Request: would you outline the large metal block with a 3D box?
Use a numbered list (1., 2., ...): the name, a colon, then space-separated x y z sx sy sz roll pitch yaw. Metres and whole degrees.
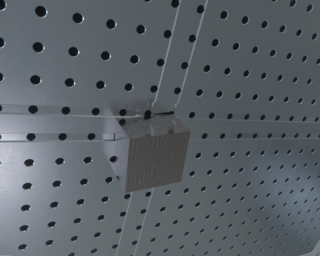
1. large metal block: -0.013 0.031 0.406 0.081 0.050 0.079 -7 122 -25
